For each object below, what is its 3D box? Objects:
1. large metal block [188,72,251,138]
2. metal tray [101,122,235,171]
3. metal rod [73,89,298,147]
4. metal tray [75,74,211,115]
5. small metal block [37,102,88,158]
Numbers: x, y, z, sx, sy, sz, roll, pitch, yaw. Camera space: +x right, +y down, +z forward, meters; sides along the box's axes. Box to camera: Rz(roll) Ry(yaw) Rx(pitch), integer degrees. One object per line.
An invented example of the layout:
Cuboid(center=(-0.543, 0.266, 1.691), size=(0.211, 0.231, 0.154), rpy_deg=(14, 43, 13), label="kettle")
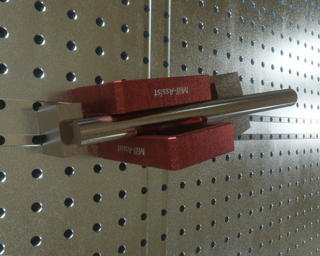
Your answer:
Cuboid(center=(0.070, -0.028, 0.433), size=(0.050, 0.080, 0.080), rpy_deg=(-29, 108, -37), label="large metal block")
Cuboid(center=(0.004, 0.015, 0.346), size=(0.091, 0.130, 0.030), rpy_deg=(-13, 99, -40), label="metal tray")
Cuboid(center=(0.053, -0.019, 0.357), size=(0.303, 0.025, 0.025), rpy_deg=(-11, 97, -30), label="metal rod")
Cuboid(center=(-0.017, -0.039, 0.353), size=(0.131, 0.090, 0.030), rpy_deg=(-12, 99, -40), label="metal tray")
Cuboid(center=(-0.099, 0.001, 0.311), size=(0.025, 0.050, 0.050), rpy_deg=(-11, 97, -40), label="small metal block")
